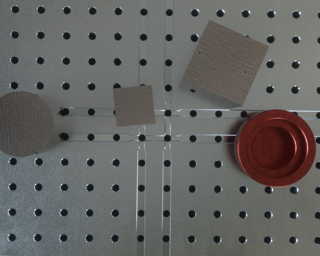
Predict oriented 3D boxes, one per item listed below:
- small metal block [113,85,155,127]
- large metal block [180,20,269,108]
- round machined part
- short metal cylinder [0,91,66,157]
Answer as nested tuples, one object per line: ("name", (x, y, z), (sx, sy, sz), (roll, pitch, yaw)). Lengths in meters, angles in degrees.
("small metal block", (-0.034, -0.029, 0.413), (0.050, 0.025, 0.050), (-6, 90, -1))
("large metal block", (0.080, -0.079, 0.402), (0.080, 0.050, 0.080), (24, 90, -1))
("round machined part", (0.146, 0.025, 0.407), (0.099, 0.042, 0.097), (0, 90, -1))
("short metal cylinder", (-0.169, -0.005, 0.399), (0.081, 0.050, 0.079), (0, 90, -1))
